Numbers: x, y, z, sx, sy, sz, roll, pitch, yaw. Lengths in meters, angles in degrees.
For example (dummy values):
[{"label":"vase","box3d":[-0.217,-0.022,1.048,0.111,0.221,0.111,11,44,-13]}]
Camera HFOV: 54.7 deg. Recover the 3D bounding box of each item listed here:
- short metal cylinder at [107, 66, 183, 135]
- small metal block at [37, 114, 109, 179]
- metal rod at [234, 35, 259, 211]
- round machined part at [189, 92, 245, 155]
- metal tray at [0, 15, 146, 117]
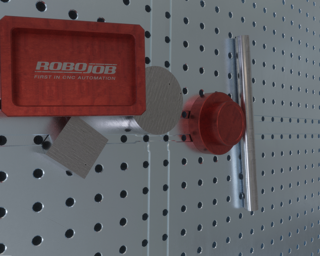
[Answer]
[{"label":"short metal cylinder","box3d":[-0.018,-0.032,0.378,0.081,0.050,0.079,0,90,-40]},{"label":"small metal block","box3d":[-0.092,0.019,0.332,0.050,0.025,0.050,43,64,-32]},{"label":"metal rod","box3d":[0.150,-0.007,0.535,0.025,0.025,0.298,-7,95,-40]},{"label":"round machined part","box3d":[0.094,-0.007,0.478,0.099,0.042,0.097,0,90,-40]},{"label":"metal tray","box3d":[-0.081,-0.056,0.303,0.131,0.030,0.089,-1,91,-15]}]
